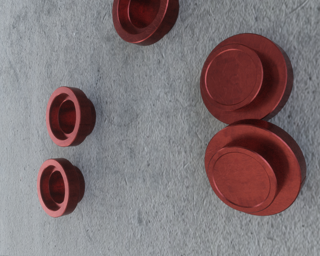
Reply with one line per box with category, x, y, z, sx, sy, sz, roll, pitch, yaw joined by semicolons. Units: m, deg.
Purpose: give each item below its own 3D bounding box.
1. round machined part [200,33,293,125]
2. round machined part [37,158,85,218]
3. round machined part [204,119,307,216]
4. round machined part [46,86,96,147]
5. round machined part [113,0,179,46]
round machined part;0.083;-0.051;0.325;0.098;0.042;0.097;0;90;40
round machined part;-0.166;0.100;0.532;0.098;0.042;0.097;0;90;40
round machined part;0.087;0.043;0.305;0.098;0.042;0.097;14;115;33
round machined part;-0.144;-0.018;0.513;0.098;0.042;0.097;0;90;40
round machined part;-0.014;-0.156;0.406;0.098;0.042;0.097;0;90;40
